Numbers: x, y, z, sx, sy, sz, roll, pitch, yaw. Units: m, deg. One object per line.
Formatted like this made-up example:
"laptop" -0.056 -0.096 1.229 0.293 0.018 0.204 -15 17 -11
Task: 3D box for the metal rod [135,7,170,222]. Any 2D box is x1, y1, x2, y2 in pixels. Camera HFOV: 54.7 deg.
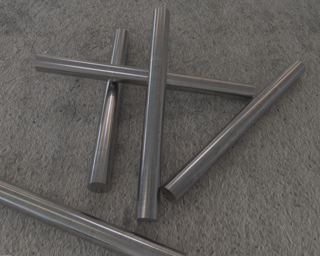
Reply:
"metal rod" -0.006 -0.037 0.391 0.025 0.025 0.299 3 63 2

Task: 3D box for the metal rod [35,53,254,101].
"metal rod" -0.018 -0.071 0.436 0.302 0.025 0.025 7 50 -4

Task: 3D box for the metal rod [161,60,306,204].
"metal rod" 0.112 -0.010 0.412 0.025 0.025 0.302 36 58 26

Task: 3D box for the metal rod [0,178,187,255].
"metal rod" -0.118 0.088 0.328 0.301 0.025 0.025 17 52 14

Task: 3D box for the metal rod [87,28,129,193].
"metal rod" -0.068 -0.048 0.442 0.025 0.025 0.300 0 50 0
